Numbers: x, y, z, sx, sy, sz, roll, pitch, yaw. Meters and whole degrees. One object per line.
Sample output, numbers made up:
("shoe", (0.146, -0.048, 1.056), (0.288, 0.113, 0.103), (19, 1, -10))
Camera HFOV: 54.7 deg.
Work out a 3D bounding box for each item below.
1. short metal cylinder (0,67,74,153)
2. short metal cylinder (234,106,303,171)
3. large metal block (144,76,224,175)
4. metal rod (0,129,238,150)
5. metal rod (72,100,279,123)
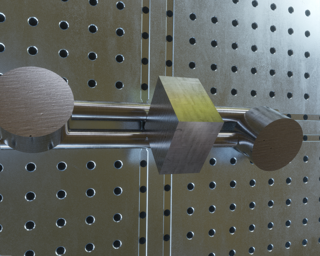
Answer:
("short metal cylinder", (-0.136, -0.019, 0.334), (0.081, 0.050, 0.080), (8, 65, -17))
("short metal cylinder", (0.152, 0.014, 0.441), (0.081, 0.050, 0.079), (-8, 115, -16))
("large metal block", (0.023, -0.003, 0.360), (0.050, 0.080, 0.079), (1, 132, -20))
("metal rod", (-0.035, 0.014, 0.399), (0.302, 0.025, 0.025), (1, 90, -20))
("metal rod", (0.035, -0.020, 0.425), (0.302, 0.025, 0.025), (1, 90, -20))
